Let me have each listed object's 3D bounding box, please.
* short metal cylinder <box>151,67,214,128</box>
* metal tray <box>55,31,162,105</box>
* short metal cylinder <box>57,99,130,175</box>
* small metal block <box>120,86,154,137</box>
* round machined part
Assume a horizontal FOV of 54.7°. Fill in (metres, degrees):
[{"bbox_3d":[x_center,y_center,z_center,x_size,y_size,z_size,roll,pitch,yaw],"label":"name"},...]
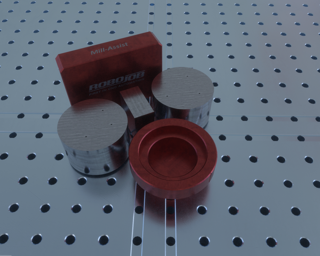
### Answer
[{"bbox_3d":[0.029,-0.037,0.418,0.081,0.050,0.080,0,50,0],"label":"short metal cylinder"},{"bbox_3d":[-0.062,-0.070,0.418,0.131,0.090,0.030,-19,53,-15],"label":"metal tray"},{"bbox_3d":[-0.078,0.010,0.377,0.081,0.050,0.080,0,50,0],"label":"short metal cylinder"},{"bbox_3d":[-0.029,-0.017,0.400,0.025,0.050,0.050,-20,53,-16],"label":"small metal block"},{"bbox_3d":[0.014,0.039,0.359,0.099,0.042,0.098,0,50,0],"label":"round machined part"}]
